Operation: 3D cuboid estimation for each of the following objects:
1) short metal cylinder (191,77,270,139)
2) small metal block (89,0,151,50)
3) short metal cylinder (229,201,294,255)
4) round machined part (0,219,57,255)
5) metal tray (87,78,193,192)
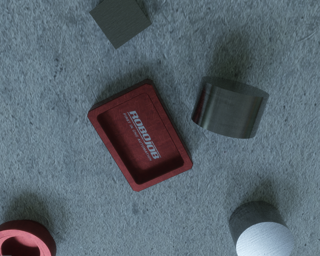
[{"bbox_3d":[0.083,-0.027,0.372,0.081,0.080,0.050,12,110,-5],"label":"short metal cylinder"},{"bbox_3d":[-0.045,-0.128,0.362,0.050,0.025,0.050,-33,107,11],"label":"small metal block"},{"bbox_3d":[0.147,0.155,0.455,0.081,0.050,0.079,0,110,0],"label":"short metal cylinder"},{"bbox_3d":[-0.204,0.178,0.464,0.099,0.042,0.097,0,110,0],"label":"round machined part"},{"bbox_3d":[-0.023,0.012,0.411,0.090,0.030,0.130,-25,108,9],"label":"metal tray"}]
